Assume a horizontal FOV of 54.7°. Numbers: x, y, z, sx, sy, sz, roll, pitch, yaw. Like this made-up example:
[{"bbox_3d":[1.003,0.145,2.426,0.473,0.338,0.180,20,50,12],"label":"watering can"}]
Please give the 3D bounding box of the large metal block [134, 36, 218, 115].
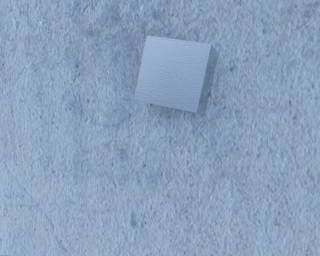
[{"bbox_3d":[0.021,-0.065,0.388,0.080,0.050,0.079,13,94,19],"label":"large metal block"}]
